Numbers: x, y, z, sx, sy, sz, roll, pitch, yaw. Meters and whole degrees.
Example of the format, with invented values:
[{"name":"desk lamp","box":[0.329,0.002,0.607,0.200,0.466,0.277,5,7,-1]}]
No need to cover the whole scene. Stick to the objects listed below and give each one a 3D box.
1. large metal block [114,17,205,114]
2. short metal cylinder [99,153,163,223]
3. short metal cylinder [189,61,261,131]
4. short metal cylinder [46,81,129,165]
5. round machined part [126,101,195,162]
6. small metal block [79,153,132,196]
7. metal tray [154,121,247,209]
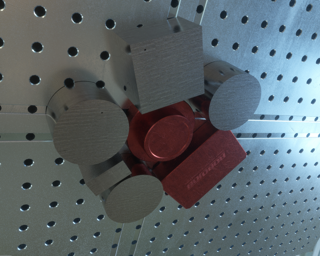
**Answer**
[{"name":"large metal block","box":[0.001,-0.072,0.351,0.081,0.050,0.079,-20,126,-17]},{"name":"short metal cylinder","box":[-0.042,0.081,0.421,0.081,0.050,0.079,-14,124,-21]},{"name":"short metal cylinder","box":[0.086,-0.043,0.414,0.081,0.050,0.079,-14,124,-21]},{"name":"short metal cylinder","box":[-0.081,-0.005,0.346,0.081,0.050,0.079,-14,124,-21]},{"name":"round machined part","box":[0.003,0.004,0.404,0.099,0.042,0.097,-14,124,-21]},{"name":"small metal block","box":[-0.070,0.048,0.385,0.050,0.050,0.025,-33,129,-7]},{"name":"metal tray","box":[0.062,0.055,0.475,0.130,0.030,0.090,-42,129,0]}]
